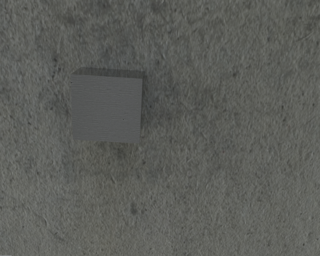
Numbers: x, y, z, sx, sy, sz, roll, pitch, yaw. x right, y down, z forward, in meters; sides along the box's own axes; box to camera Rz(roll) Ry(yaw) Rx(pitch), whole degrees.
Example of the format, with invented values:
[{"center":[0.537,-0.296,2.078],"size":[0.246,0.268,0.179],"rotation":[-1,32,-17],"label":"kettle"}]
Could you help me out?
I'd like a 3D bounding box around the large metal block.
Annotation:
[{"center":[-0.063,-0.029,0.385],"size":[0.081,0.050,0.079],"rotation":[3,110,-2],"label":"large metal block"}]
